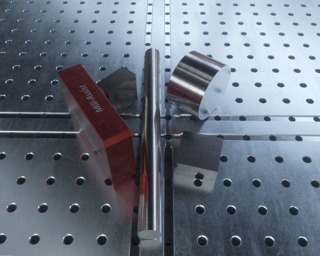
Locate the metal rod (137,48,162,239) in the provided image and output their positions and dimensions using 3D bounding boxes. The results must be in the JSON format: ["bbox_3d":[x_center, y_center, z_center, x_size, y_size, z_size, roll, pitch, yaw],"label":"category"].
[{"bbox_3d":[-0.011,-0.006,0.412,0.025,0.025,0.300,0,50,-1],"label":"metal rod"}]

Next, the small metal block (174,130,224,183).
[{"bbox_3d":[0.048,0.034,0.380,0.050,0.025,0.050,12,51,9],"label":"small metal block"}]

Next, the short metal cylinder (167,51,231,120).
[{"bbox_3d":[0.053,-0.058,0.421,0.050,0.080,0.080,31,56,23],"label":"short metal cylinder"}]

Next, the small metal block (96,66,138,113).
[{"bbox_3d":[-0.059,-0.049,0.431,0.025,0.050,0.050,34,58,25],"label":"small metal block"}]

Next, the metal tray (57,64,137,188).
[{"bbox_3d":[-0.075,-0.003,0.366,0.030,0.089,0.130,-26,55,-20],"label":"metal tray"}]
